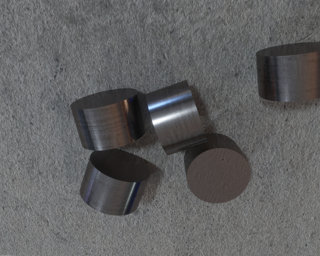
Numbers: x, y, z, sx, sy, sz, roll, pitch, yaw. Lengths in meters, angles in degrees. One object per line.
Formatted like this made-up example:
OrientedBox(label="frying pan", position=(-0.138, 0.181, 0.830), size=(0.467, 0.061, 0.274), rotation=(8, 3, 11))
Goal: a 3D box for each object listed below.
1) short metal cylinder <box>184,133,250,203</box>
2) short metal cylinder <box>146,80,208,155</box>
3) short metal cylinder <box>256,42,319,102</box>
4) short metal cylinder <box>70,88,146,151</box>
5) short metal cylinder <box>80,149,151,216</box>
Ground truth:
OrientedBox(label="short metal cylinder", position=(0.074, 0.053, 0.417), size=(0.081, 0.050, 0.079), rotation=(0, 110, 0))
OrientedBox(label="short metal cylinder", position=(0.021, -0.012, 0.376), size=(0.050, 0.080, 0.080), rotation=(-19, 109, 7))
OrientedBox(label="short metal cylinder", position=(0.154, -0.066, 0.357), size=(0.080, 0.080, 0.050), rotation=(-9, 110, 3))
OrientedBox(label="short metal cylinder", position=(-0.061, -0.013, 0.375), size=(0.080, 0.080, 0.050), rotation=(-10, 110, 3))
OrientedBox(label="short metal cylinder", position=(-0.058, 0.068, 0.405), size=(0.080, 0.080, 0.050), rotation=(18, 109, -7))
